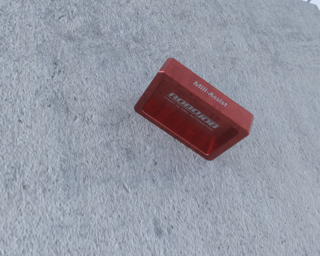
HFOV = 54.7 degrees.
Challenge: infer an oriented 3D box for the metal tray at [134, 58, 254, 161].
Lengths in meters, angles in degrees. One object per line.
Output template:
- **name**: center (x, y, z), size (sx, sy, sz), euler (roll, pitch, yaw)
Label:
- **metal tray**: center (0.041, -0.019, 0.399), size (0.130, 0.090, 0.030), euler (34, 51, -6)
